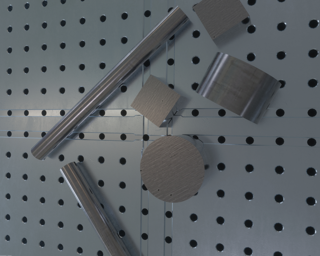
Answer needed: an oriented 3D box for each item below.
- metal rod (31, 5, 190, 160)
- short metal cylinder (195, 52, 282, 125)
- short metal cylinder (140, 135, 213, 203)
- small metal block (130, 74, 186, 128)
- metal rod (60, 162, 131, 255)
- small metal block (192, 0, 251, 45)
[{"bbox_3d":[-0.079,-0.055,0.440,0.299,0.025,0.025,-41,77,15],"label":"metal rod"},{"bbox_3d":[0.088,-0.045,0.352,0.080,0.080,0.050,31,100,17],"label":"short metal cylinder"},{"bbox_3d":[0.022,0.049,0.391,0.080,0.050,0.079,0,90,20],"label":"short metal cylinder"},{"bbox_3d":[-0.002,-0.035,0.413,0.050,0.025,0.050,37,102,16],"label":"small metal block"},{"bbox_3d":[-0.055,0.179,0.431,0.025,0.025,0.299,-37,78,16],"label":"metal rod"},{"bbox_3d":[0.077,-0.141,0.385,0.050,0.025,0.050,-31,80,17],"label":"small metal block"}]
